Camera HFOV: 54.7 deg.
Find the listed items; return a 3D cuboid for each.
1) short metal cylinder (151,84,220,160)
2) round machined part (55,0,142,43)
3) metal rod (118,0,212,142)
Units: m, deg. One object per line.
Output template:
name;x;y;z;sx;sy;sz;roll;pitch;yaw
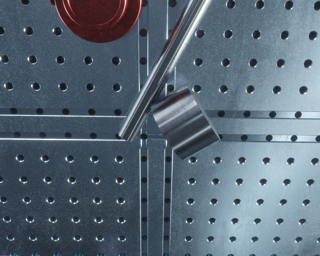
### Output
short metal cylinder;0.032;-0.007;0.381;0.050;0.080;0.080;-31;107;11
round machined part;-0.070;-0.146;0.350;0.099;0.042;0.097;0;110;0
metal rod;0.026;-0.112;0.372;0.025;0.025;0.298;27;108;-10
